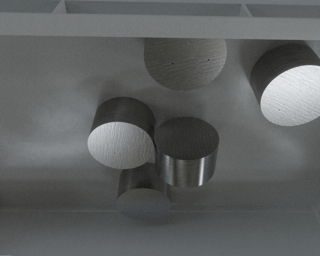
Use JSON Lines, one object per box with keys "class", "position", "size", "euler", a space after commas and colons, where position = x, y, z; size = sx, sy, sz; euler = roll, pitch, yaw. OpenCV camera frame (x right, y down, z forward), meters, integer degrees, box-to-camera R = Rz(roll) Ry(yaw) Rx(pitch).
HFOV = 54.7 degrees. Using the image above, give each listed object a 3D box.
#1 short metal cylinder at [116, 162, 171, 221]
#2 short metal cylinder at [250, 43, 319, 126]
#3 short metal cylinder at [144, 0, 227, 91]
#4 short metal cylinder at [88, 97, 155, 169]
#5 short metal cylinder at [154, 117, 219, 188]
{"class": "short metal cylinder", "position": [-0.024, 0.098, 0.476], "size": [0.081, 0.050, 0.079], "euler": [0, 130, 0]}
{"class": "short metal cylinder", "position": [0.150, -0.049, 0.354], "size": [0.081, 0.050, 0.079], "euler": [0, 130, 0]}
{"class": "short metal cylinder", "position": [0.024, -0.086, 0.320], "size": [0.081, 0.050, 0.079], "euler": [0, 130, 0]}
{"class": "short metal cylinder", "position": [-0.047, 0.007, 0.397], "size": [0.081, 0.050, 0.079], "euler": [0, 130, 1]}
{"class": "short metal cylinder", "position": [0.033, 0.030, 0.399], "size": [0.081, 0.080, 0.050], "euler": [-1, 130, 0]}
